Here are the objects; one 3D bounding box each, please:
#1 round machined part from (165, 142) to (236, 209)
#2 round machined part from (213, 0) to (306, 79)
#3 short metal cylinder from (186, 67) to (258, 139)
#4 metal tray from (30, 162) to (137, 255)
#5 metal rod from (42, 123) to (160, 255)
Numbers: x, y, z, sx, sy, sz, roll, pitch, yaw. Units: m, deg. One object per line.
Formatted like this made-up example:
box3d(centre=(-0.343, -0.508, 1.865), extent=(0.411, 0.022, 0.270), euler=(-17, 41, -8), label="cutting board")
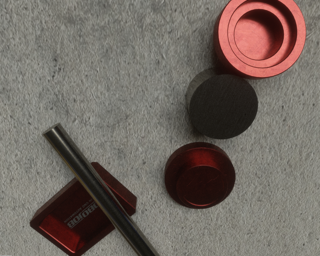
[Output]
box3d(centre=(0.056, 0.072, 0.428), extent=(0.099, 0.042, 0.097), euler=(0, 110, -1), label="round machined part")
box3d(centre=(0.109, -0.104, 0.355), extent=(0.099, 0.042, 0.097), euler=(0, 93, -4), label="round machined part")
box3d(centre=(0.074, -0.032, 0.386), extent=(0.081, 0.050, 0.079), euler=(0, 110, -1), label="short metal cylinder")
box3d(centre=(-0.110, 0.121, 0.450), extent=(0.130, 0.030, 0.090), euler=(-41, 106, 13), label="metal tray")
box3d(centre=(-0.056, 0.121, 0.421), extent=(0.025, 0.025, 0.299), euler=(-29, 108, 10), label="metal rod")
